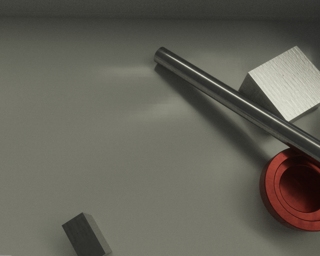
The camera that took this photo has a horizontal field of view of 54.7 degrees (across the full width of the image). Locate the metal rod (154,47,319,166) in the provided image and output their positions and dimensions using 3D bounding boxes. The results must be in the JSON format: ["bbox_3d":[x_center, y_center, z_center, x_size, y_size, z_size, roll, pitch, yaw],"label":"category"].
[{"bbox_3d":[0.110,-0.024,0.390,0.300,0.025,0.025,37,74,23],"label":"metal rod"}]

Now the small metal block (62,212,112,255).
[{"bbox_3d":[-0.081,0.126,0.349,0.025,0.050,0.050,-32,74,-11],"label":"small metal block"}]

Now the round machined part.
[{"bbox_3d":[0.169,0.075,0.375,0.099,0.042,0.098,0,70,-1],"label":"round machined part"}]

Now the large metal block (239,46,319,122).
[{"bbox_3d":[0.168,-0.050,0.417,0.080,0.050,0.080,-29,73,-11],"label":"large metal block"}]
